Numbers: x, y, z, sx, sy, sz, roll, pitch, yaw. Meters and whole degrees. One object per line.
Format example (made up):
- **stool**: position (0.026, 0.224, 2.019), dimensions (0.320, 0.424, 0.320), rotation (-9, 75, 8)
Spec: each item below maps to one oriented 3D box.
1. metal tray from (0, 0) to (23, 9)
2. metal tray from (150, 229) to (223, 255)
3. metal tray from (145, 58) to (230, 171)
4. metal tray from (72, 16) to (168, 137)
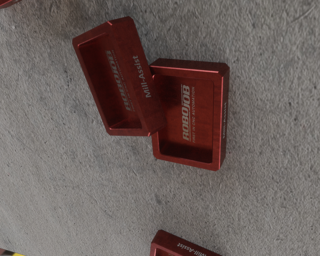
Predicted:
- **metal tray**: position (-0.182, -0.205, 0.372), dimensions (0.130, 0.030, 0.090), rotation (-6, 116, 31)
- **metal tray**: position (0.047, 0.234, 0.523), dimensions (0.130, 0.030, 0.089), rotation (18, 126, 17)
- **metal tray**: position (0.034, -0.015, 0.376), dimensions (0.090, 0.030, 0.129), rotation (10, 123, 23)
- **metal tray**: position (-0.049, -0.055, 0.369), dimensions (0.090, 0.030, 0.129), rotation (-1, 113, 49)
